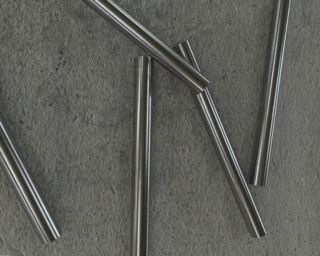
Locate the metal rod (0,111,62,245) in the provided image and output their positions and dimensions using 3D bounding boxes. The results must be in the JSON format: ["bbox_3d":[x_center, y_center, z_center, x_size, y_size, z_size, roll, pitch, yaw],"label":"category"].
[{"bbox_3d":[-0.185,-0.007,0.340,0.025,0.025,0.299,-26,99,-18],"label":"metal rod"}]

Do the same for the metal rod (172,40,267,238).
[{"bbox_3d":[0.087,0.022,0.440,0.025,0.025,0.299,-27,99,-18],"label":"metal rod"}]

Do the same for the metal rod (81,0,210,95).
[{"bbox_3d":[-0.061,-0.142,0.373,0.301,0.025,0.025,37,78,-11],"label":"metal rod"}]

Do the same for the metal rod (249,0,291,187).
[{"bbox_3d":[0.169,-0.062,0.470,0.025,0.025,0.298,10,87,-20],"label":"metal rod"}]

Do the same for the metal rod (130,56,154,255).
[{"bbox_3d":[-0.024,0.059,0.400,0.025,0.025,0.298,2,90,-20],"label":"metal rod"}]
